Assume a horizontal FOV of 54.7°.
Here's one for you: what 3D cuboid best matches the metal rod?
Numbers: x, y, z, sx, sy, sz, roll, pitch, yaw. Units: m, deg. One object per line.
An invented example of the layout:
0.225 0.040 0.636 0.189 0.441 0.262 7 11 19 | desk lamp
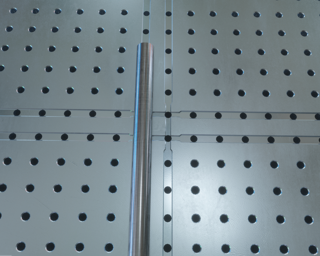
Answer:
-0.023 0.022 0.403 0.025 0.025 0.299 1 70 0 | metal rod
